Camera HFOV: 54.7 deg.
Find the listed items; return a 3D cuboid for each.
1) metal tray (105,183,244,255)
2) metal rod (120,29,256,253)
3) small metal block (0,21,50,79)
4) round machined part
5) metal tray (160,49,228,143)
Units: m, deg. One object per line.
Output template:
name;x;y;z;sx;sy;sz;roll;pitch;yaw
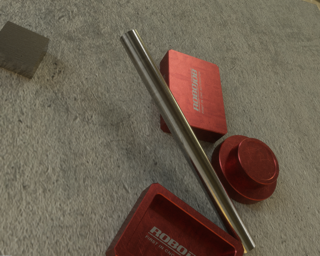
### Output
metal tray;0.020;0.132;0.332;0.130;0.030;0.090;37;51;-4
metal rod;0.032;0.014;0.382;0.025;0.025;0.299;-27;86;-37
small metal block;-0.168;-0.093;0.371;0.050;0.025;0.050;22;53;-15
round machined part;0.125;0.053;0.430;0.099;0.042;0.098;14;56;-21
metal tray;0.047;-0.048;0.457;0.091;0.030;0.130;13;56;-21
